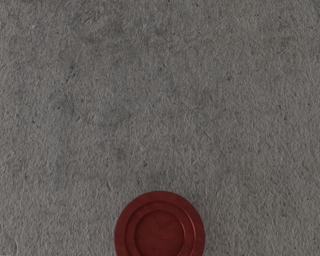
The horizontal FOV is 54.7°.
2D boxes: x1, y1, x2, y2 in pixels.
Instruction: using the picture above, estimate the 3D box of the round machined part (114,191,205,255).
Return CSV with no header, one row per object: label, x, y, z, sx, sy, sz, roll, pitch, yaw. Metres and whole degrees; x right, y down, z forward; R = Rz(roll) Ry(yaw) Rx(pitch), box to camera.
round machined part,0.000,0.124,0.354,0.099,0.042,0.098,0,70,0
